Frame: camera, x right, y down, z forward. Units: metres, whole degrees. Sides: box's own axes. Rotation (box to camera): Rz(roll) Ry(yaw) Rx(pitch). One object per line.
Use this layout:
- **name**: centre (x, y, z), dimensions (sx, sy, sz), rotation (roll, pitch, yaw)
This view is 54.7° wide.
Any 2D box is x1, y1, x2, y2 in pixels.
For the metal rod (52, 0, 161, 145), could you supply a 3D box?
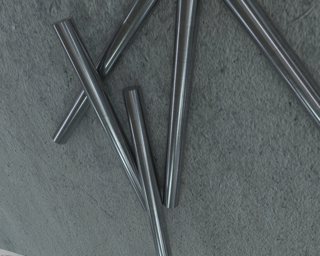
- **metal rod**: centre (-0.081, -0.067, 0.408), dimensions (0.025, 0.025, 0.298), rotation (43, 129, -2)

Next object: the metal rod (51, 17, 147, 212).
- **metal rod**: centre (-0.063, 0.002, 0.418), dimensions (0.025, 0.025, 0.299), rotation (-2, 124, 29)

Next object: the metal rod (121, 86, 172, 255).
- **metal rod**: centre (-0.013, 0.086, 0.449), dimensions (0.025, 0.025, 0.298), rotation (2, 114, 27)

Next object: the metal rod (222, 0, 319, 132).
- **metal rod**: centre (0.130, -0.054, 0.304), dimensions (0.025, 0.025, 0.300), rotation (-34, 100, 38)

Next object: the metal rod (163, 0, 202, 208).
- **metal rod**: centre (0.023, -0.013, 0.386), dimensions (0.025, 0.025, 0.298), rotation (16, 125, 19)
